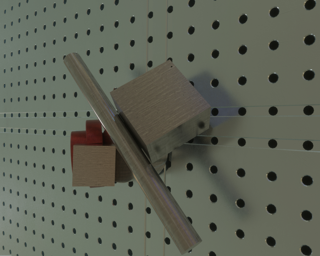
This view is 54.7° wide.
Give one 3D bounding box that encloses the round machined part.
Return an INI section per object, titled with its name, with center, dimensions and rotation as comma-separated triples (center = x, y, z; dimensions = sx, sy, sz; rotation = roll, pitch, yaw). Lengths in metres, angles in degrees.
[round machined part]
center = -0.104, 0.037, 0.446
dimensions = 0.098, 0.042, 0.097
rotation = 177, 89, -78

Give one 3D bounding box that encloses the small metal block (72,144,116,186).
[small metal block]
center = -0.082, 0.046, 0.388
dimensions = 0.025, 0.050, 0.050
rotation = -166, 78, -80

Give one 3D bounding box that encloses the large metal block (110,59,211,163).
[large metal block]
center = 0.001, -0.020, 0.359
dimensions = 0.080, 0.050, 0.080
rotation = -31, 63, -11

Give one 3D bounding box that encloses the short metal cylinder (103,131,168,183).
[short metal cylinder]
center = -0.036, 0.031, 0.418
dimensions = 0.080, 0.050, 0.079
rotation = 0, 90, 40

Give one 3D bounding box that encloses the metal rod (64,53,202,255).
[metal rod]
center = -0.047, 0.012, 0.378
dimensions = 0.025, 0.025, 0.300
rotation = -51, 61, 28
